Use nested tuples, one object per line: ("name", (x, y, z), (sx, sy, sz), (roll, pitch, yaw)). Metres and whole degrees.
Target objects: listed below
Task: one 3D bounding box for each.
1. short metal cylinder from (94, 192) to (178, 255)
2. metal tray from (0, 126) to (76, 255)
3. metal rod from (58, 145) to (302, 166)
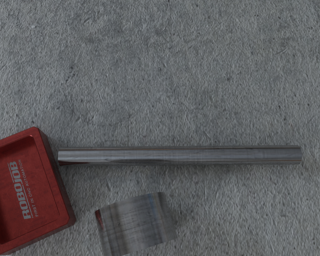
("short metal cylinder", (-0.026, 0.107, 0.340), (0.081, 0.080, 0.050), (-15, 71, -6))
("metal tray", (-0.168, 0.074, 0.377), (0.091, 0.030, 0.130), (-23, 72, -9))
("metal rod", (0.025, 0.035, 0.395), (0.302, 0.025, 0.025), (0, 70, -1))
